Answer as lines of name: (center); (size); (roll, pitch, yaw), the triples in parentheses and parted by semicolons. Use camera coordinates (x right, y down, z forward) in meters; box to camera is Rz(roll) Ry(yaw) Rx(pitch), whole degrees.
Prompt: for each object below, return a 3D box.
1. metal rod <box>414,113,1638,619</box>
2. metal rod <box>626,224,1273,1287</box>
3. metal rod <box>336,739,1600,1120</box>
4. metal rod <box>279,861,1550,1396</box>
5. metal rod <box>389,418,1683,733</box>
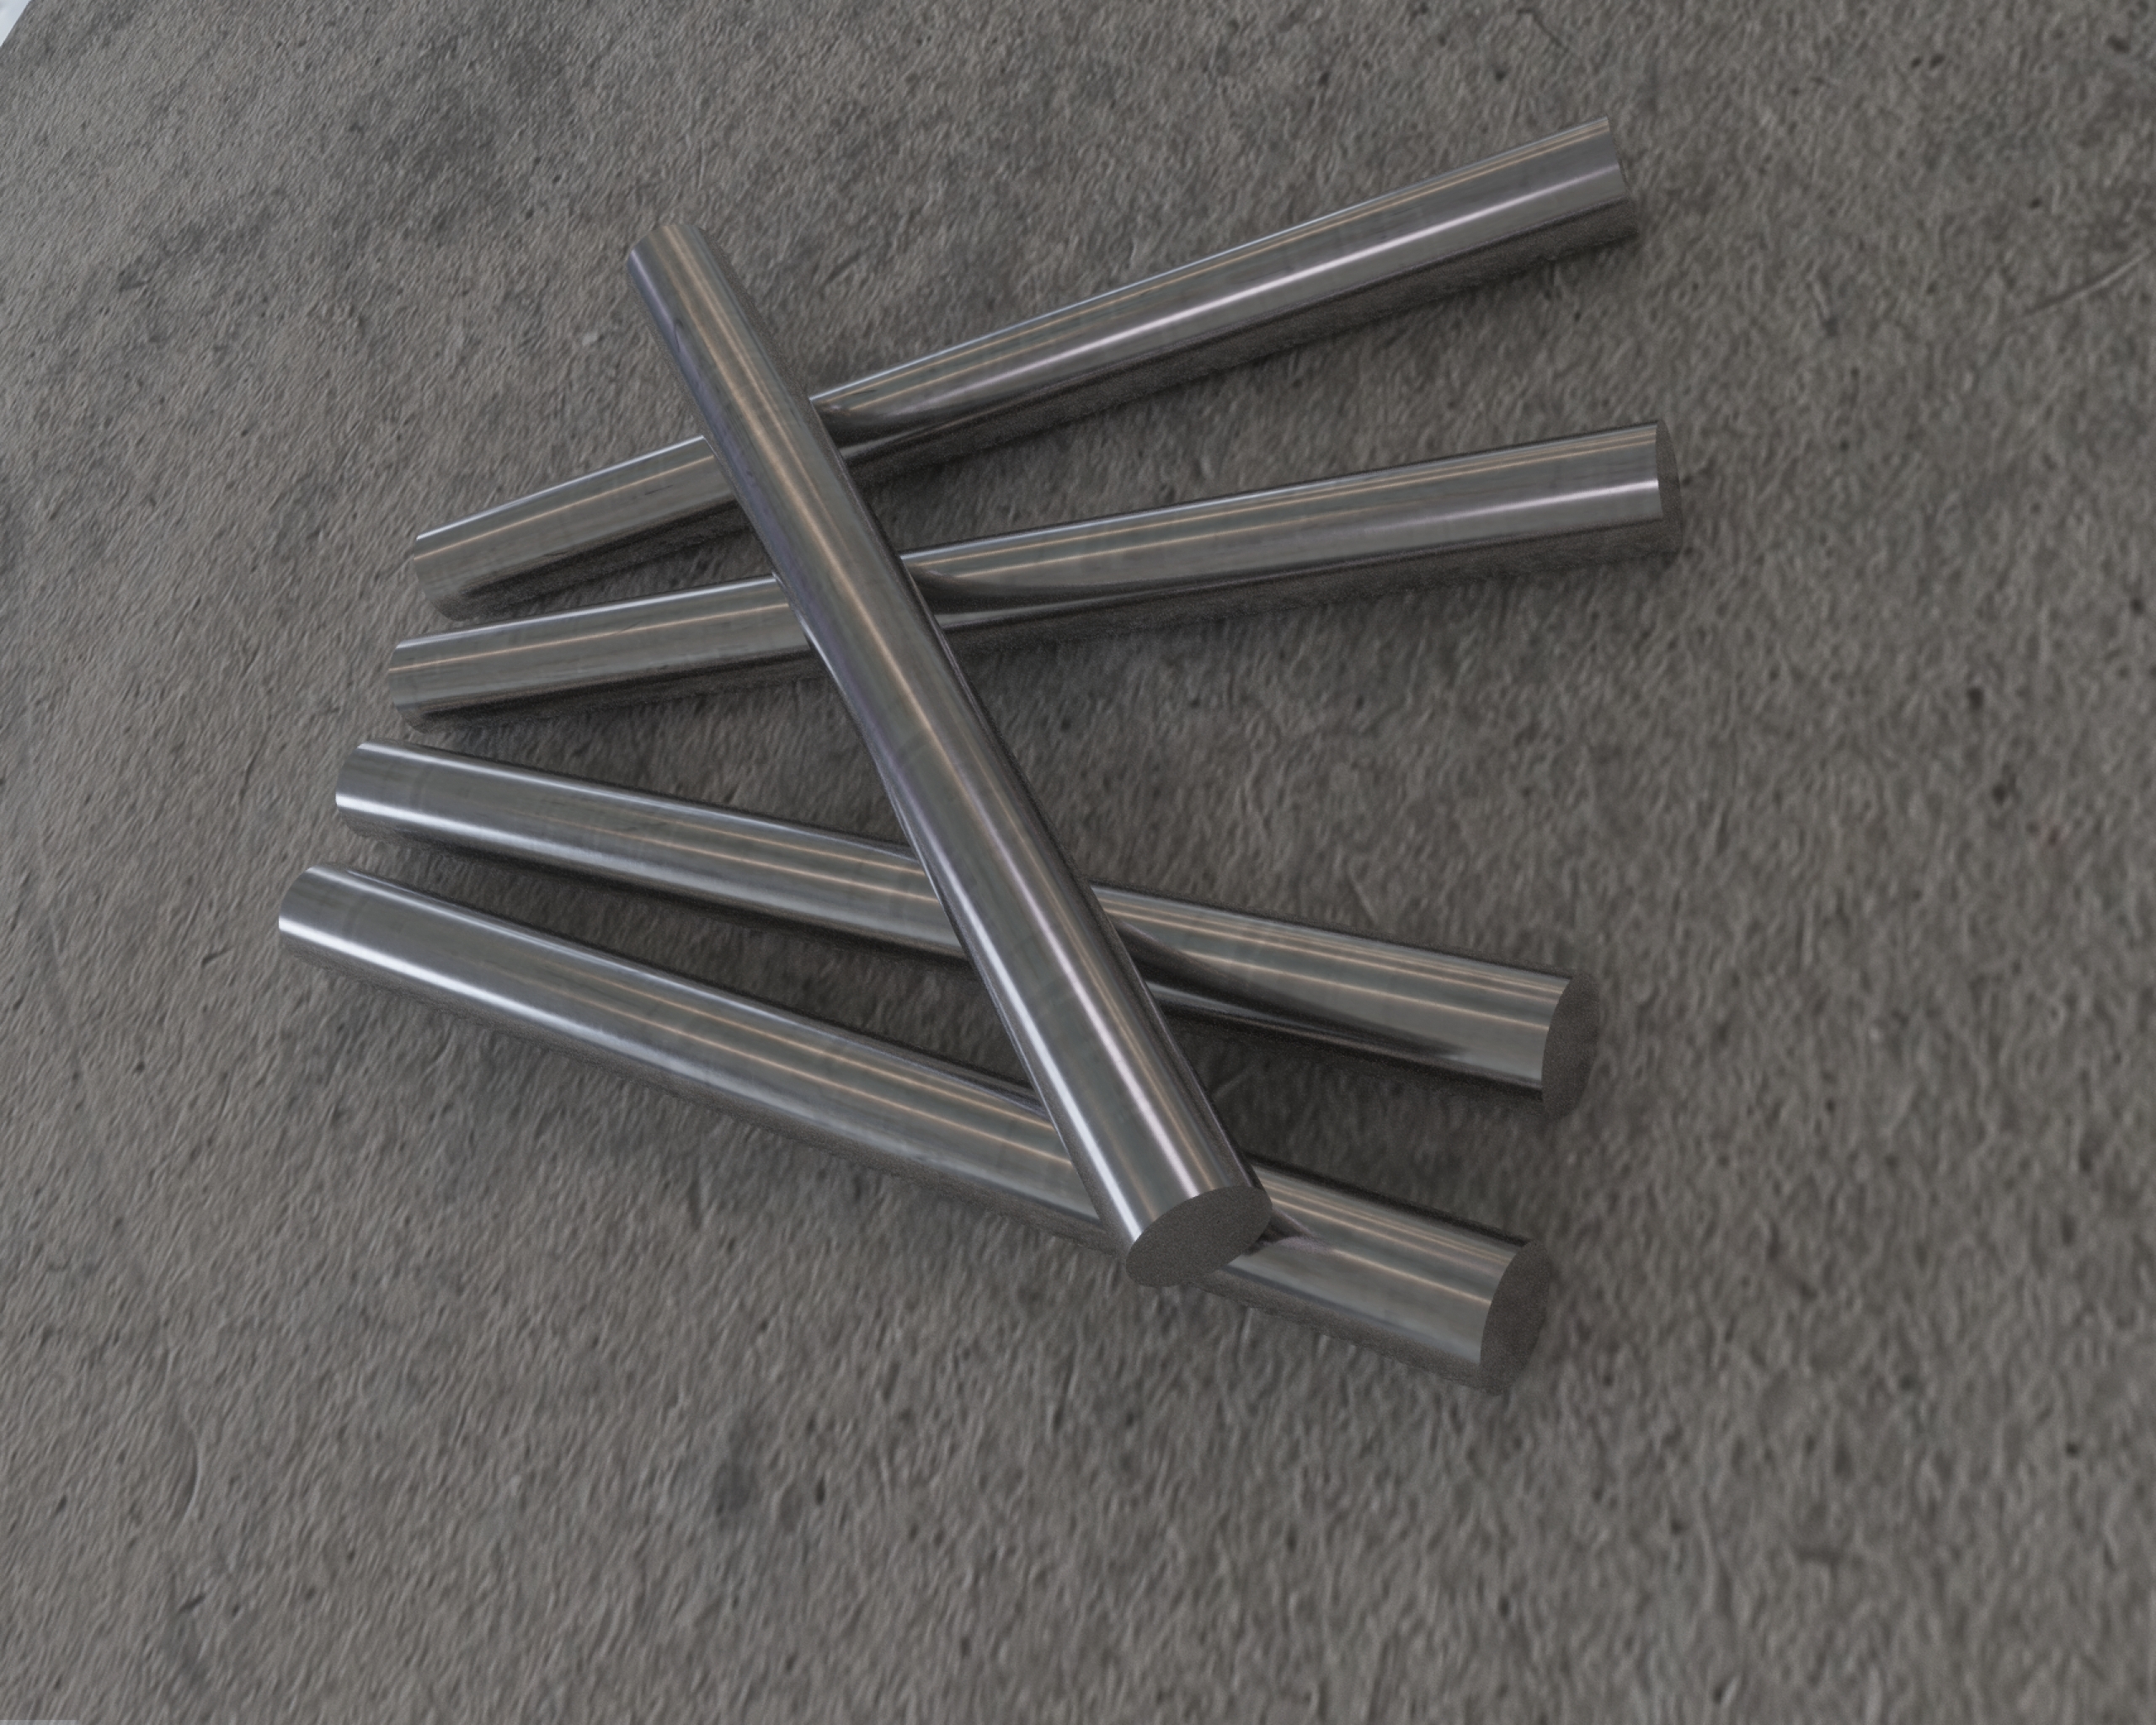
metal rod: (-0.024, -0.108, 0.483); (0.301, 0.025, 0.025); (-14, 56, 20)
metal rod: (-0.040, -0.043, 0.417); (0.025, 0.025, 0.300); (-34, 51, 6)
metal rod: (-0.044, 0.006, 0.422); (0.300, 0.025, 0.025); (11, 67, 32)
metal rod: (-0.054, 0.041, 0.406); (0.300, 0.025, 0.025); (14, 69, 33)
metal rod: (-0.025, -0.057, 0.452); (0.300, 0.025, 0.025); (-6, 59, 25)
